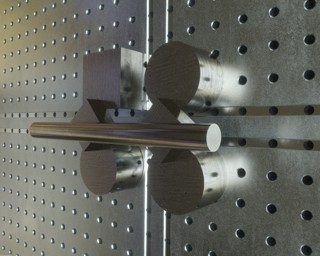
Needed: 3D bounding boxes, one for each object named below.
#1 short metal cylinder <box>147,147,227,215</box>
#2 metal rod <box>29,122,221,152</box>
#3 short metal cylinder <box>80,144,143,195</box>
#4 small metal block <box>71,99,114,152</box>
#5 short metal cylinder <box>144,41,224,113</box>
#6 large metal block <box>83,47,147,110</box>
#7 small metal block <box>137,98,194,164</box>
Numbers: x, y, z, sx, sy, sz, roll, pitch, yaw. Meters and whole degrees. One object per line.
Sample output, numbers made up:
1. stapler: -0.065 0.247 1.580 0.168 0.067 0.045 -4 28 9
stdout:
1. short metal cylinder: 0.032 0.057 0.367 0.080 0.050 0.080 0 90 40
2. metal rod: -0.068 0.006 0.367 0.300 0.025 0.025 1 91 40
3. short metal cylinder: -0.071 0.053 0.451 0.080 0.050 0.080 0 90 40
4. small metal block: -0.091 -0.004 0.420 0.050 0.025 0.050 -47 62 29
5. short metal cylinder: 0.028 -0.058 0.370 0.080 0.050 0.080 0 90 40
6. large metal block: -0.066 -0.066 0.447 0.080 0.050 0.079 2 91 40
7. small metal block: 0.007 0.003 0.339 0.050 0.025 0.050 48 118 29
